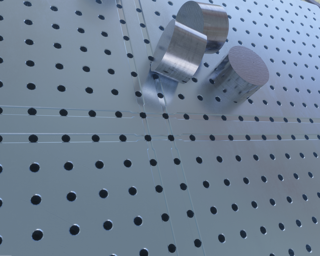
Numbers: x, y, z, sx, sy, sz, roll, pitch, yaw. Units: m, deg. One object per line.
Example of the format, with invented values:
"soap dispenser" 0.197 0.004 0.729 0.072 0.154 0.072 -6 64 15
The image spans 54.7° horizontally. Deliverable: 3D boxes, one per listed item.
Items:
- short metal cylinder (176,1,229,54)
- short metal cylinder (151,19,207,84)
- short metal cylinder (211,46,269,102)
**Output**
"short metal cylinder" 0.066 -0.163 0.508 0.050 0.080 0.080 -6 65 -31
"short metal cylinder" 0.026 -0.111 0.454 0.050 0.080 0.080 20 54 -17
"short metal cylinder" 0.134 -0.090 0.519 0.081 0.050 0.080 14 56 -21
